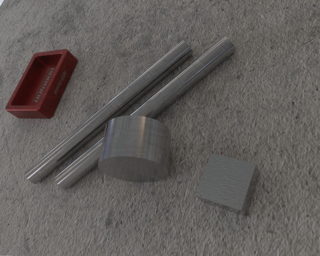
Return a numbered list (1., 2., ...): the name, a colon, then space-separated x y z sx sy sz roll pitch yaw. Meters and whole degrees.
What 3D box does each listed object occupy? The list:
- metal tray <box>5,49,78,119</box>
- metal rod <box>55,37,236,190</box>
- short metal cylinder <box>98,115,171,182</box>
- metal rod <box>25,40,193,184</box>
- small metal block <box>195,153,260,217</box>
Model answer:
1. metal tray: -0.213 -0.080 0.561 0.090 0.030 0.130 2 62 29
2. metal rod: -0.021 -0.019 0.426 0.300 0.025 0.025 -39 51 1
3. short metal cylinder: -0.028 0.027 0.367 0.080 0.080 0.050 -9 58 23
4. metal rod: -0.075 -0.023 0.457 0.300 0.025 0.025 -40 51 1
5. small metal block: 0.072 0.060 0.329 0.050 0.025 0.050 11 67 33
